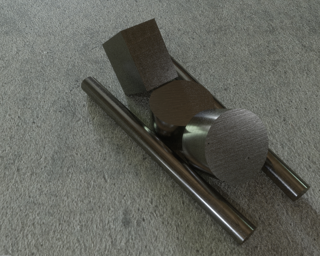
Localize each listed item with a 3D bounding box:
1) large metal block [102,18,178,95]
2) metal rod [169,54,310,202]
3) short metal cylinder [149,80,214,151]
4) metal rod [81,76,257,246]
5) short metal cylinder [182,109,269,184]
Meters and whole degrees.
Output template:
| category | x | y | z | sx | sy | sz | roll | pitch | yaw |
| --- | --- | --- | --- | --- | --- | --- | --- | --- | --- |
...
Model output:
| category | x | y | z | sx | sy | sz | roll | pitch | yaw |
| --- | --- | --- | --- | --- | --- | --- | --- | --- | --- |
| large metal block | -0.029 | -0.094 | 0.428 | 0.050 | 0.080 | 0.080 | -29 | 14 | -23 |
| metal rod | 0.077 | -0.024 | 0.425 | 0.025 | 0.025 | 0.300 | -26 | 55 | -20 |
| short metal cylinder | 0.027 | -0.017 | 0.403 | 0.081 | 0.050 | 0.080 | 0 | 50 | 0 |
| metal rod | -0.008 | 0.022 | 0.385 | 0.025 | 0.025 | 0.300 | -33 | 58 | -25 |
| short metal cylinder | 0.072 | 0.018 | 0.346 | 0.081 | 0.080 | 0.050 | -25 | 12 | -20 |
